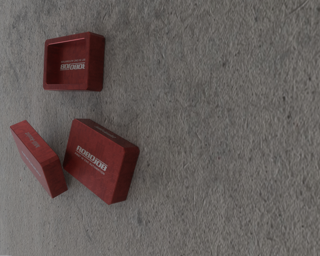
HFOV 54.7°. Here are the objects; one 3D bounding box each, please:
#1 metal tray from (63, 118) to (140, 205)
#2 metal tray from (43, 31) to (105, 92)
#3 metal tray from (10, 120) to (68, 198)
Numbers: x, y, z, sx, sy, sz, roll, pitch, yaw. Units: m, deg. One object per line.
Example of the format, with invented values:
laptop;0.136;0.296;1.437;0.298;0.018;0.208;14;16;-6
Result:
metal tray;-0.096;0.048;0.481;0.130;0.030;0.089;26;106;37
metal tray;-0.149;-0.108;0.524;0.130;0.030;0.089;6;94;39
metal tray;-0.217;0.054;0.554;0.130;0.030;0.089;36;141;34
